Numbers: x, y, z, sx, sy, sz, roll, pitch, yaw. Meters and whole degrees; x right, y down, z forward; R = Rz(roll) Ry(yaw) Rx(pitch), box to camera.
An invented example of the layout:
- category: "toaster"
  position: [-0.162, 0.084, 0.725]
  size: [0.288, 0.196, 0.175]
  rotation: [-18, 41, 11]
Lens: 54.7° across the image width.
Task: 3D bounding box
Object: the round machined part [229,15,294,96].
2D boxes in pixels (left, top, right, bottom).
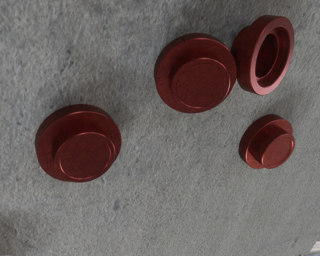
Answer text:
- category: "round machined part"
  position: [0.127, -0.094, 0.398]
  size: [0.099, 0.042, 0.097]
  rotation: [-22, 125, -36]

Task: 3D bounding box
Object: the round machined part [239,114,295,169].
- category: "round machined part"
  position: [0.185, 0.029, 0.518]
  size: [0.099, 0.042, 0.097]
  rotation: [-14, 125, -21]

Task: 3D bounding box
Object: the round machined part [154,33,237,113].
- category: "round machined part"
  position: [0.044, -0.058, 0.367]
  size: [0.099, 0.042, 0.097]
  rotation: [-4, 124, -6]

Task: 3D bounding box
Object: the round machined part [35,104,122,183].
- category: "round machined part"
  position: [-0.091, 0.025, 0.362]
  size: [0.099, 0.042, 0.097]
  rotation: [-14, 125, -21]
